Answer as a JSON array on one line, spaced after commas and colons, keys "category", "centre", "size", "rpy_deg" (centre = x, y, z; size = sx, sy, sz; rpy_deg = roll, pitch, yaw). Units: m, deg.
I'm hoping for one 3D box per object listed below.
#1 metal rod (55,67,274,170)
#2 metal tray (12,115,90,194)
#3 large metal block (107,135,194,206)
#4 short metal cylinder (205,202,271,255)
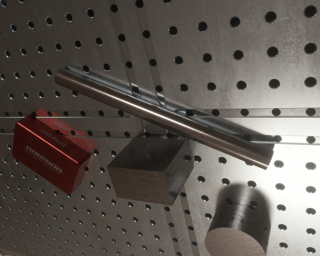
[{"category": "metal rod", "centre": [-0.005, -0.018, 0.401], "size": [0.301, 0.025, 0.025], "rpy_deg": [23, 127, 14]}, {"category": "metal tray", "centre": [-0.191, 0.047, 0.535], "size": [0.130, 0.030, 0.089], "rpy_deg": [32, 128, 6]}, {"category": "large metal block", "centre": [-0.009, 0.052, 0.411], "size": [0.080, 0.080, 0.050], "rpy_deg": [2, 119, 27]}, {"category": "short metal cylinder", "centre": [0.109, 0.150, 0.430], "size": [0.080, 0.050, 0.079], "rpy_deg": [13, 124, 20]}]
